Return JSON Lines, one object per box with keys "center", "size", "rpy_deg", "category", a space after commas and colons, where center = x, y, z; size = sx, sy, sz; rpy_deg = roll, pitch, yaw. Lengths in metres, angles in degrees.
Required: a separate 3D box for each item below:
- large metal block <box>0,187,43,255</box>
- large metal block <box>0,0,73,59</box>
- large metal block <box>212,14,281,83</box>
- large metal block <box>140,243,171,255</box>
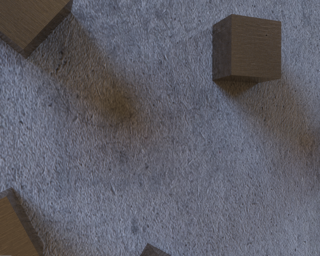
{"center": [-0.182, 0.121, 0.329], "size": [0.081, 0.050, 0.080], "rpy_deg": [-27, 99, -18], "category": "large metal block"}
{"center": [-0.154, -0.137, 0.338], "size": [0.080, 0.050, 0.080], "rpy_deg": [41, 77, -16], "category": "large metal block"}
{"center": [0.122, -0.109, 0.440], "size": [0.081, 0.050, 0.080], "rpy_deg": [0, 90, -20], "category": "large metal block"}
{"center": [0.003, 0.210, 0.397], "size": [0.080, 0.050, 0.080], "rpy_deg": [35, 79, -17], "category": "large metal block"}
